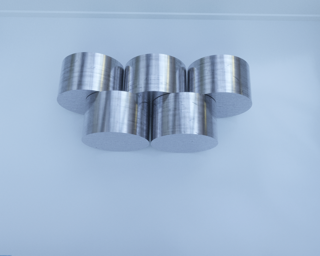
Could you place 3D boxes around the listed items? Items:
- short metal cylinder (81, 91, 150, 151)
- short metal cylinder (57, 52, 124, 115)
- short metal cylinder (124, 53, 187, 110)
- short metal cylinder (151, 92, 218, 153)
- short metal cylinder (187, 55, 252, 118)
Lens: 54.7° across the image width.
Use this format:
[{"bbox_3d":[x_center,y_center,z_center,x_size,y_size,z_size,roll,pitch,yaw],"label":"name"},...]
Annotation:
[{"bbox_3d":[-0.053,-0.006,0.380,0.080,0.080,0.050,1,70,0],"label":"short metal cylinder"},{"bbox_3d":[-0.087,-0.054,0.398,0.080,0.080,0.050,1,70,0],"label":"short metal cylinder"},{"bbox_3d":[-0.006,-0.052,0.397,0.080,0.080,0.050,1,70,0],"label":"short metal cylinder"},{"bbox_3d":[0.029,-0.004,0.380,0.080,0.080,0.050,1,70,0],"label":"short metal cylinder"},{"bbox_3d":[0.075,-0.051,0.397,0.080,0.080,0.050,2,70,0],"label":"short metal cylinder"}]
